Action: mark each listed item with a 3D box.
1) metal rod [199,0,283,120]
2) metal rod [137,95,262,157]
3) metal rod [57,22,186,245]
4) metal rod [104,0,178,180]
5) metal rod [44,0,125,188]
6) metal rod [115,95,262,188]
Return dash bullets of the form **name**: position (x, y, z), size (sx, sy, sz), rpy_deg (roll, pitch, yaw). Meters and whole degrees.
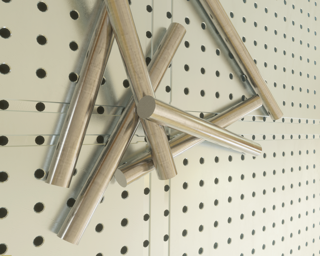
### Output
- **metal rod**: position (0.137, -0.122, 0.522), size (0.300, 0.025, 0.025), rpy_deg (48, 62, -29)
- **metal rod**: position (0.077, 0.008, 0.434), size (0.301, 0.025, 0.025), rpy_deg (18, 78, -50)
- **metal rod**: position (-0.036, -0.009, 0.377), size (0.025, 0.025, 0.300), rpy_deg (39, 66, -33)
- **metal rod**: position (-0.031, -0.081, 0.347), size (0.025, 0.025, 0.299), rpy_deg (-26, 107, -37)
- **metal rod**: position (-0.069, -0.083, 0.349), size (0.025, 0.025, 0.299), rpy_deg (24, 75, -38)
- **metal rod**: position (0.062, 0.007, 0.459), size (0.302, 0.025, 0.025), rpy_deg (-26, 106, -37)
